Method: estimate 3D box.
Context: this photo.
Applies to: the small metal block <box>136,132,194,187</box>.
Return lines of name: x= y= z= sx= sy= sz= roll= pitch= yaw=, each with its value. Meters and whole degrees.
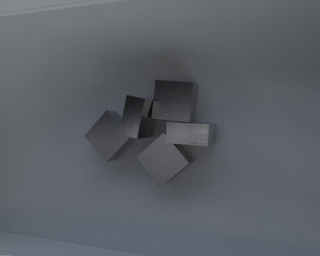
small metal block: x=0.007 y=0.041 z=0.405 sx=0.050 sy=0.025 sz=0.050 roll=-42 pitch=77 yaw=15

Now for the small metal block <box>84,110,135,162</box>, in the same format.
small metal block: x=-0.068 y=0.011 z=0.431 sx=0.050 sy=0.025 sz=0.050 roll=-46 pitch=76 yaw=14

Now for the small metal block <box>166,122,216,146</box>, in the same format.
small metal block: x=0.039 y=0.007 z=0.380 sx=0.050 sy=0.050 sz=0.025 roll=3 pitch=91 yaw=19

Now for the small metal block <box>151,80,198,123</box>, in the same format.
small metal block: x=0.019 y=-0.034 z=0.401 sx=0.050 sy=0.025 sz=0.050 roll=7 pitch=92 yaw=19

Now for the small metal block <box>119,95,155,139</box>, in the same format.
small metal block: x=-0.026 y=-0.014 z=0.403 sx=0.025 sy=0.050 sz=0.050 roll=13 pitch=95 yaw=19
